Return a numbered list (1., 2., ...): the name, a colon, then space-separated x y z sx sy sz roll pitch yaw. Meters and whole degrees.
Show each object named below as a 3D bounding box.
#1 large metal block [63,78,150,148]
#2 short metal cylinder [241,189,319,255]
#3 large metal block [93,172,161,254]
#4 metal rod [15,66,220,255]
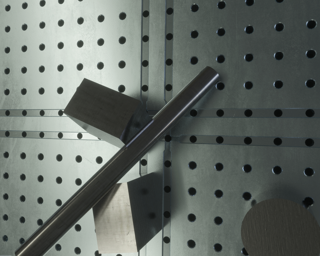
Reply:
1. large metal block: -0.062 -0.012 0.397 0.080 0.080 0.050 23 76 18
2. short metal cylinder: 0.136 0.114 0.351 0.080 0.050 0.079 0 90 19
3. large metal block: -0.041 0.105 0.397 0.050 0.080 0.080 -10 87 19
4. metal rod: -0.038 0.035 0.358 0.025 0.025 0.301 42 77 15
